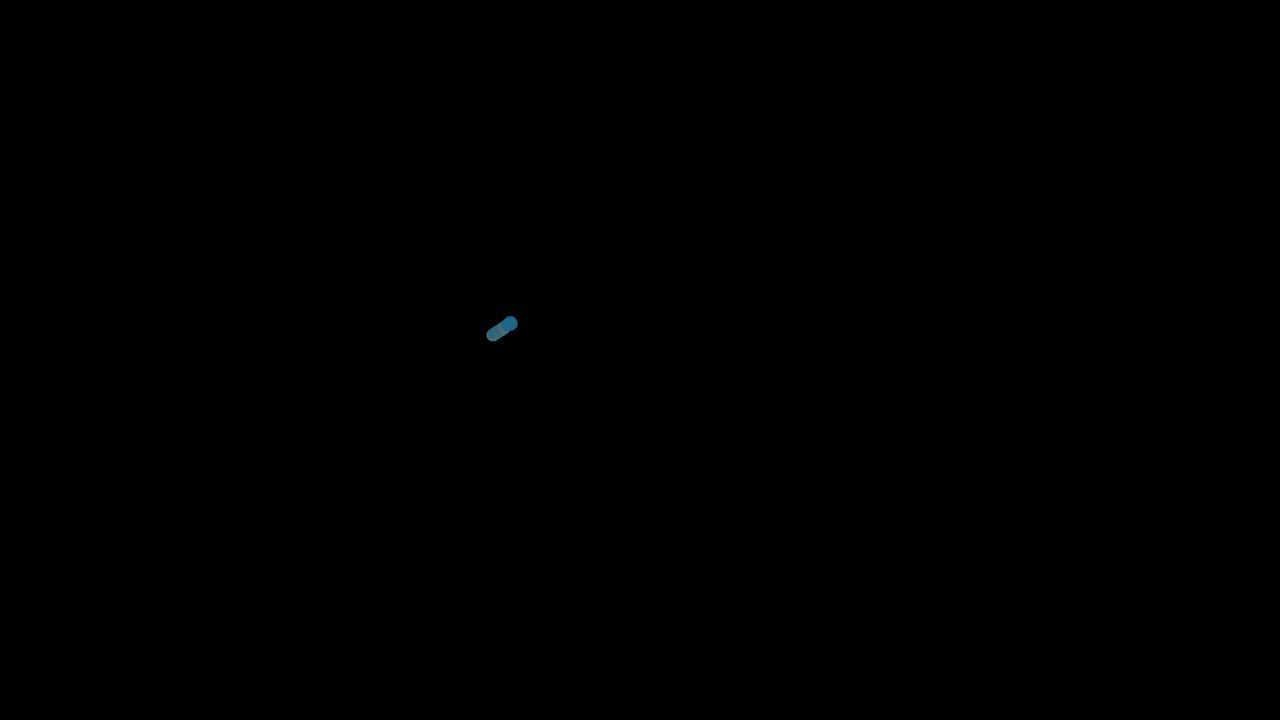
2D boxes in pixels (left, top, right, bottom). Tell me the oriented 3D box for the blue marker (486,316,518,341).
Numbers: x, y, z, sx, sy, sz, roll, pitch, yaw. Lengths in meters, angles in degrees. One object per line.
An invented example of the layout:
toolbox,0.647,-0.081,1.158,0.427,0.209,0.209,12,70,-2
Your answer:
blue marker,-0.191,-0.042,0.846,0.020,0.020,0.121,0,-6,-25
